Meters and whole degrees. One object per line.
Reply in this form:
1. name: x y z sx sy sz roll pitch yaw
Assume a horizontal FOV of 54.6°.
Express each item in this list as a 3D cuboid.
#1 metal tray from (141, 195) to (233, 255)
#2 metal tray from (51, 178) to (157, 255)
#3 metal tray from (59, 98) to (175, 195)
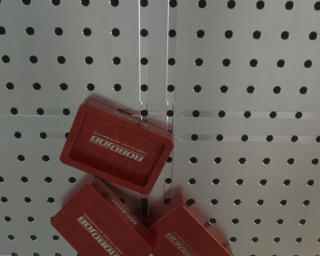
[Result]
1. metal tray: 0.038 0.175 0.475 0.090 0.030 0.130 -39 106 13
2. metal tray: -0.081 0.148 0.445 0.130 0.030 0.090 46 104 2
3. metal tray: -0.057 0.027 0.419 0.131 0.030 0.090 23 108 -9
